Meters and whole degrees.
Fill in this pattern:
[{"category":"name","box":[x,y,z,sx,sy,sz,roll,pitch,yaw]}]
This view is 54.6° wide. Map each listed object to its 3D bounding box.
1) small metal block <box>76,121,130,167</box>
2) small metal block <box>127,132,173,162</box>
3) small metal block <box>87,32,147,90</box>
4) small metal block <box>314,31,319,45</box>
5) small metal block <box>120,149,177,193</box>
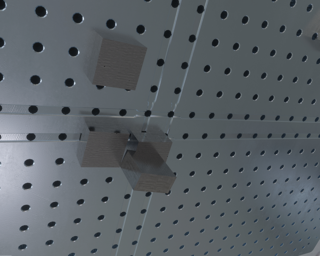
[{"category":"small metal block","box":[-0.071,0.021,0.385,0.050,0.025,0.050,5,116,-31]},{"category":"small metal block","box":[-0.017,0.034,0.422,0.050,0.025,0.050,3,117,-30]},{"category":"small metal block","box":[-0.048,-0.072,0.340,0.050,0.025,0.050,4,116,-31]},{"category":"small metal block","box":[0.271,-0.142,0.470,0.050,0.025,0.050,26,104,-37]},{"category":"small metal block","box":[-0.016,0.054,0.387,0.050,0.050,0.025,13,112,-34]}]
